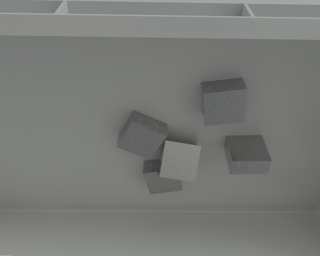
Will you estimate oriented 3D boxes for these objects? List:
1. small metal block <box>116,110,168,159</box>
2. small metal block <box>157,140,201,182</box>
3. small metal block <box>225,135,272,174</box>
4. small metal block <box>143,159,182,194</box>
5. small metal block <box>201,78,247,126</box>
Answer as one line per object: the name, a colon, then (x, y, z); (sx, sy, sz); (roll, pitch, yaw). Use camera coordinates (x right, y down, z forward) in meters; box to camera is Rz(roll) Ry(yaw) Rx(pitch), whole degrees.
small metal block: (-0.024, 0.010, 0.417); (0.050, 0.025, 0.050); (22, 127, -18)
small metal block: (0.026, 0.045, 0.430); (0.050, 0.025, 0.050); (10, 89, -9)
small metal block: (0.119, 0.036, 0.424); (0.050, 0.050, 0.025); (-1, 130, 0)
small metal block: (0.005, 0.073, 0.471); (0.050, 0.025, 0.050); (-9, 130, 7)
small metal block: (0.078, -0.032, 0.383); (0.050, 0.025, 0.050); (-6, 130, 5)
